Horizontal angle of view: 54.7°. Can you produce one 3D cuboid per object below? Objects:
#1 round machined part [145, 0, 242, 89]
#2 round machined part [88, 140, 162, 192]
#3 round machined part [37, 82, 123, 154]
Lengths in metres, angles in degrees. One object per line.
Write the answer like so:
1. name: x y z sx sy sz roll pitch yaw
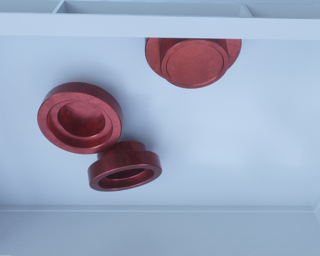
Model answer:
1. round machined part: 0.034 -0.078 0.317 0.099 0.042 0.098 -2 146 -1
2. round machined part: -0.049 0.051 0.424 0.099 0.042 0.098 -12 154 -6
3. round machined part: -0.095 -0.016 0.383 0.099 0.042 0.097 -1 130 0
